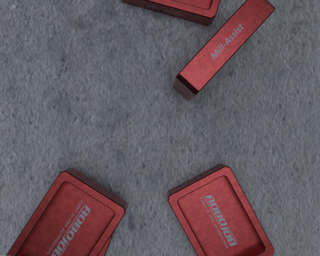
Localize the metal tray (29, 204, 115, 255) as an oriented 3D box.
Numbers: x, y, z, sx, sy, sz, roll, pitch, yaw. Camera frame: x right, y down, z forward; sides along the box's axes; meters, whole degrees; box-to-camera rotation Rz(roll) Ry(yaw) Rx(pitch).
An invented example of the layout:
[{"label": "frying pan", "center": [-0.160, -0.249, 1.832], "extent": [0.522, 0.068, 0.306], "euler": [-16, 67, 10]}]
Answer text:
[{"label": "metal tray", "center": [-0.125, 0.177, 0.405], "extent": [0.090, 0.030, 0.129], "euler": [22, 90, -1]}]

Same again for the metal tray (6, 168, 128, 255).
[{"label": "metal tray", "center": [-0.111, 0.126, 0.375], "extent": [0.090, 0.030, 0.130], "euler": [33, 90, -1]}]

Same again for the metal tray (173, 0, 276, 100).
[{"label": "metal tray", "center": [0.072, -0.093, 0.378], "extent": [0.030, 0.090, 0.130], "euler": [43, 90, 0]}]

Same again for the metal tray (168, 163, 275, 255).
[{"label": "metal tray", "center": [0.078, 0.124, 0.408], "extent": [0.090, 0.030, 0.130], "euler": [-28, 90, -1]}]

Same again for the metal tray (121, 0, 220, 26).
[{"label": "metal tray", "center": [0.019, -0.198, 0.407], "extent": [0.131, 0.030, 0.090], "euler": [15, 90, -1]}]
